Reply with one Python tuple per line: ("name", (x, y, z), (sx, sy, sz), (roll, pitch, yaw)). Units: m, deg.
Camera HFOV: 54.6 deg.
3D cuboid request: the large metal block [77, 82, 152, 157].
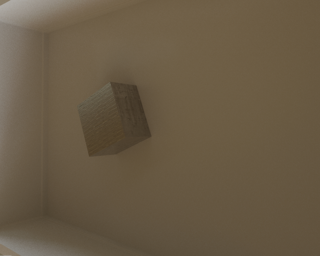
("large metal block", (-0.068, -0.010, 0.448), (0.080, 0.050, 0.080), (-27, 73, 37))
